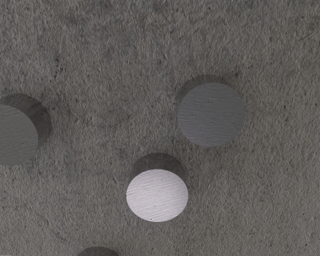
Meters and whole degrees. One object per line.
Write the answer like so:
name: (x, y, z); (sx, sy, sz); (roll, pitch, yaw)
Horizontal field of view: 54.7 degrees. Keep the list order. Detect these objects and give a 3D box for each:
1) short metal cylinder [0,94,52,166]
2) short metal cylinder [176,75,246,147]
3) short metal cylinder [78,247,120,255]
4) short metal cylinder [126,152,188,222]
short metal cylinder: (-0.187, 0.001, 0.395); (0.081, 0.050, 0.079); (0, 110, 0)
short metal cylinder: (0.061, -0.023, 0.388); (0.081, 0.050, 0.079); (0, 110, 0)
short metal cylinder: (-0.099, 0.234, 0.482); (0.081, 0.050, 0.079); (0, 110, 0)
short metal cylinder: (-0.003, 0.080, 0.426); (0.081, 0.050, 0.079); (0, 110, 0)
